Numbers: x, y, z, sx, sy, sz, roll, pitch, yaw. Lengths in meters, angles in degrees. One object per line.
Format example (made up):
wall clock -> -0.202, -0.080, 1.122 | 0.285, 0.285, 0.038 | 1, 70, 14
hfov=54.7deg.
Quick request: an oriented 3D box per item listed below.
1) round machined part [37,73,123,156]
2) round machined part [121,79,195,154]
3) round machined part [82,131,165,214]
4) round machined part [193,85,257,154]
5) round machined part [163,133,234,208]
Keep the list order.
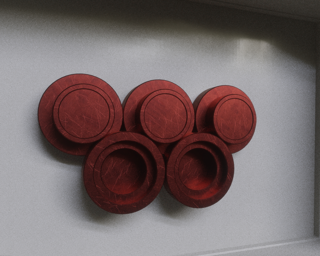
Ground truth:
round machined part -> -0.091, -0.016, 0.365 | 0.099, 0.042, 0.097 | 0, 89, -21
round machined part -> 0.001, -0.014, 0.399 | 0.099, 0.042, 0.097 | 0, 89, -20
round machined part -> -0.046, 0.052, 0.382 | 0.099, 0.042, 0.097 | 0, 90, -20
round machined part -> 0.094, -0.012, 0.433 | 0.099, 0.042, 0.097 | 0, 89, -20
round machined part -> 0.046, 0.054, 0.417 | 0.099, 0.042, 0.097 | 0, 90, -20
